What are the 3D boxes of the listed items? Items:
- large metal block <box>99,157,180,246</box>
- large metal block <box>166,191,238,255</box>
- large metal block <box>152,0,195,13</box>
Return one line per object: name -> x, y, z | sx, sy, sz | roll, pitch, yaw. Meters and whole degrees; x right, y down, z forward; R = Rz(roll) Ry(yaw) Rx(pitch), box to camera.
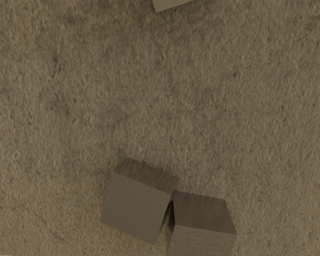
large metal block -> -0.027, 0.098, 0.421 | 0.080, 0.050, 0.079 | 20, 110, 10
large metal block -> 0.053, 0.136, 0.431 | 0.081, 0.080, 0.050 | 11, 110, -5
large metal block -> 0.022, -0.176, 0.332 | 0.080, 0.050, 0.080 | -17, 110, 5
